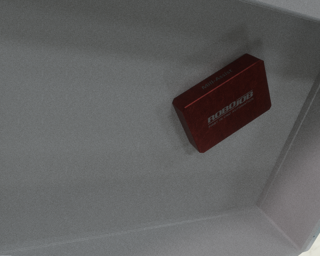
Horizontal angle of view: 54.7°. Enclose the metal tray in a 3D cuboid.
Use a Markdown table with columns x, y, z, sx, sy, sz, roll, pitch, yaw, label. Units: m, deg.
| x | y | z | sx | sy | sz | roll | pitch | yaw | label |
| --- | --- | --- | --- | --- | --- | --- | --- | --- | --- |
| 0.091 | -0.033 | 0.437 | 0.131 | 0.030 | 0.090 | -33 | 129 | -7 | metal tray |
